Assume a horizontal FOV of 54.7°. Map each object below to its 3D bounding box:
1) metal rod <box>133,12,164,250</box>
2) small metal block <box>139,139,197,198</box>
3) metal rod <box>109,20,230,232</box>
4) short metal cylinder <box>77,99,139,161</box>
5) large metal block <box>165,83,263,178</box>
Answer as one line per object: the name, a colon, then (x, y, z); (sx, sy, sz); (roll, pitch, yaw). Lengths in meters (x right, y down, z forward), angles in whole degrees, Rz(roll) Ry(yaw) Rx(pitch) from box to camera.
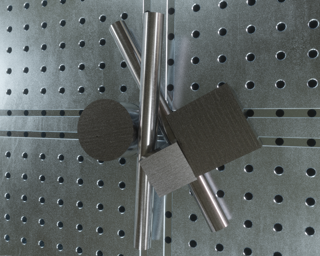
metal rod: (-0.016, 0.011, 0.393); (0.025, 0.025, 0.298); (7, 100, 20)
small metal block: (0.010, 0.047, 0.371); (0.050, 0.025, 0.050); (-28, 96, 9)
metal rod: (0.008, -0.009, 0.406); (0.025, 0.025, 0.299); (-30, 81, 17)
short metal cylinder: (-0.062, 0.002, 0.417); (0.080, 0.050, 0.079); (0, 90, 19)
large metal block: (0.066, 0.003, 0.371); (0.080, 0.050, 0.080); (-29, 81, 17)
